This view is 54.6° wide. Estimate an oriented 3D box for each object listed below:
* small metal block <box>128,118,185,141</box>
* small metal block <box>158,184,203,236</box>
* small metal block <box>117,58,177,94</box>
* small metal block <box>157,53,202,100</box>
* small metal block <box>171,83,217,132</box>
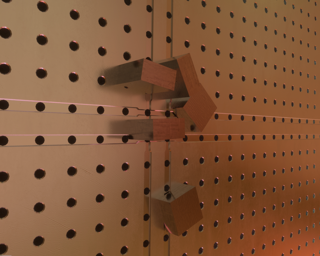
[{"bbox_3d":[-0.004,0.001,0.388,0.050,0.050,0.025,-3,92,-40],"label":"small metal block"},{"bbox_3d":[0.029,0.113,0.433,0.050,0.025,0.050,-23,105,-38],"label":"small metal block"},{"bbox_3d":[-0.016,-0.061,0.378,0.050,0.050,0.025,12,83,-39],"label":"small metal block"},{"bbox_3d":[0.021,-0.067,0.410,0.025,0.050,0.050,-33,111,-35],"label":"small metal block"},{"bbox_3d":[0.050,-0.029,0.450,0.050,0.025,0.050,51,60,-28],"label":"small metal block"}]
